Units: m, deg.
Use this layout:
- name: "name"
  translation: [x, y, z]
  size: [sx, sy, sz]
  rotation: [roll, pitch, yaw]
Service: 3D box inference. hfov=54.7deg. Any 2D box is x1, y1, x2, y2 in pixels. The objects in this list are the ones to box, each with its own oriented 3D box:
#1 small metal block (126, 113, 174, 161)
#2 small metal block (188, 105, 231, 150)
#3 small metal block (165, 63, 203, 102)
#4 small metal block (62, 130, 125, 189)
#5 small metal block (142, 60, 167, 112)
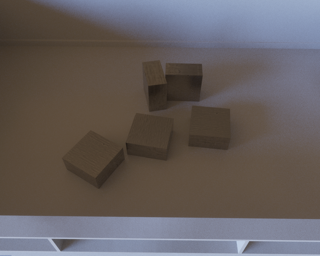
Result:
- name: "small metal block"
  translation: [-0.012, 0.011, 0.396]
  size: [0.050, 0.025, 0.050]
  rotation: [9, 51, 7]
- name: "small metal block"
  translation: [0.065, -0.001, 0.406]
  size: [0.050, 0.025, 0.050]
  rotation: [6, 50, 4]
- name: "small metal block"
  translation: [0.033, -0.065, 0.443]
  size: [0.050, 0.050, 0.025]
  rotation: [2, 50, 1]
- name: "small metal block"
  translation: [-0.079, 0.037, 0.373]
  size: [0.050, 0.025, 0.050]
  rotation: [26, 55, 20]
- name: "small metal block"
  translation: [-0.008, -0.059, 0.439]
  size: [0.025, 0.050, 0.050]
  rotation: [-9, 51, -7]
